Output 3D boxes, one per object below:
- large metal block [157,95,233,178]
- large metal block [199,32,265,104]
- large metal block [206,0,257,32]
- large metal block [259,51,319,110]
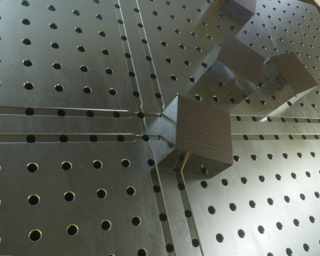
[{"bbox_3d":[0.046,0.013,0.411,0.081,0.050,0.080,17,55,-19],"label":"large metal block"},{"bbox_3d":[0.123,-0.101,0.523,0.080,0.050,0.080,31,51,-8],"label":"large metal block"},{"bbox_3d":[0.147,-0.256,0.630,0.080,0.050,0.080,27,52,-12],"label":"large metal block"},{"bbox_3d":[0.231,-0.089,0.574,0.081,0.050,0.080,-20,73,-36],"label":"large metal block"}]
